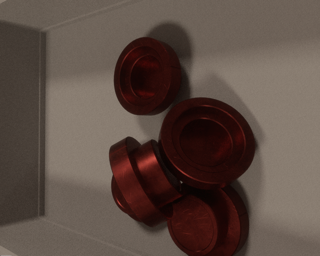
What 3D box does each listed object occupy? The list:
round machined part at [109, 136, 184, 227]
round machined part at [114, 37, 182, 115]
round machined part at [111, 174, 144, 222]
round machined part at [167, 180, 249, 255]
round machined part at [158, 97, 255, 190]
[{"bbox_3d":[-0.009,0.051,0.331,0.042,0.098,0.098,-30,70,8],"label":"round machined part"},{"bbox_3d":[-0.011,-0.065,0.403,0.098,0.042,0.097,0,90,39],"label":"round machined part"},{"bbox_3d":[-0.028,0.078,0.417,0.098,0.042,0.097,0,90,39],"label":"round machined part"},{"bbox_3d":[0.047,0.107,0.355,0.098,0.042,0.097,0,90,39],"label":"round machined part"},{"bbox_3d":[0.047,0.019,0.332,0.098,0.099,0.042,61,159,22],"label":"round machined part"}]
